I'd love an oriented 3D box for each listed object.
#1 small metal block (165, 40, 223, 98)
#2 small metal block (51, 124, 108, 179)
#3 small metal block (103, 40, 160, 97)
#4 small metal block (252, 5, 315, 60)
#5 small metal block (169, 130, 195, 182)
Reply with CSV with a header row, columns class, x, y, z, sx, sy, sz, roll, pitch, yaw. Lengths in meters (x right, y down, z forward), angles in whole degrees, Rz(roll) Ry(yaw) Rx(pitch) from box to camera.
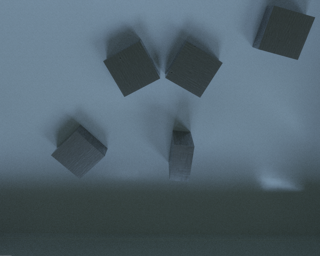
class,x,y,z,sx,sy,sz,roll,pitch,yaw
small metal block,0.041,-0.074,0.384,0.050,0.025,0.050,28,108,-10
small metal block,-0.109,0.032,0.422,0.050,0.025,0.050,-42,105,14
small metal block,-0.034,-0.074,0.384,0.050,0.025,0.050,-27,108,9
small metal block,0.146,-0.114,0.370,0.050,0.025,0.050,14,110,-5
small metal block,0.027,0.036,0.411,0.025,0.050,0.050,6,110,-2
